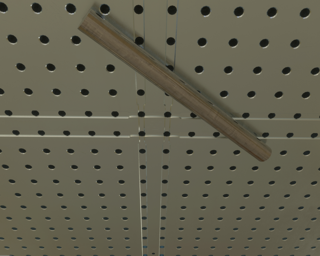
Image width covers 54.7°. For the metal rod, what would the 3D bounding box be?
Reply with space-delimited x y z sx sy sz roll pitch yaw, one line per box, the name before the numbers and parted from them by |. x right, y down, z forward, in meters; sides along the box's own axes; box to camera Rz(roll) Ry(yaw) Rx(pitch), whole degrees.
metal rod | 0.036 -0.037 0.380 0.301 0.025 0.025 33 122 -26
